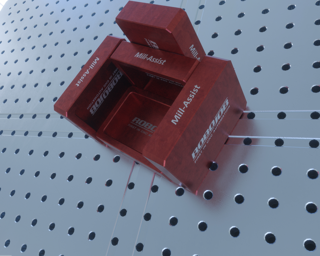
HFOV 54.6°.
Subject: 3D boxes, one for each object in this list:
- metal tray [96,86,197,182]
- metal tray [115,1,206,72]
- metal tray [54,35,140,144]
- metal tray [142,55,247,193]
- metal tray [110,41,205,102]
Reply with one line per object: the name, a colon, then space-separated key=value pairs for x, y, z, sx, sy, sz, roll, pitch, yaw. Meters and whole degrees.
metal tray: x=-0.013 y=0.002 z=0.411 sx=0.130 sy=0.030 sz=0.090 roll=24 pitch=75 yaw=36
metal tray: x=0.012 y=-0.097 z=0.394 sx=0.090 sy=0.130 sz=0.030 roll=25 pitch=76 yaw=36
metal tray: x=-0.076 y=-0.053 z=0.439 sx=0.030 sy=0.090 sz=0.130 roll=24 pitch=75 yaw=36
metal tray: x=0.045 y=-0.003 z=0.344 sx=0.030 sy=0.090 sz=0.130 roll=24 pitch=75 yaw=36
metal tray: x=0.007 y=-0.062 z=0.401 sx=0.130 sy=0.090 sz=0.030 roll=24 pitch=76 yaw=36
